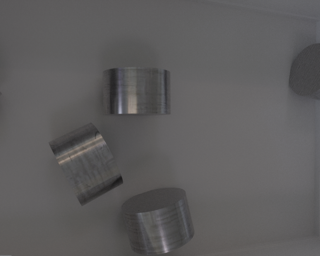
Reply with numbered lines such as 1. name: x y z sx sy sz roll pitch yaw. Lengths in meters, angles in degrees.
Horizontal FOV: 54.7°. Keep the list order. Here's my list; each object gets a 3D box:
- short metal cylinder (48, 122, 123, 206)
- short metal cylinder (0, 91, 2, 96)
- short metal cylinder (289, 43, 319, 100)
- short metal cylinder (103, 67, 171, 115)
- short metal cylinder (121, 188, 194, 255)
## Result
1. short metal cylinder: -0.084 0.040 0.350 0.050 0.080 0.080 -28 99 -18
2. short metal cylinder: -0.207 -0.047 0.305 0.050 0.080 0.080 -45 104 -14
3. short metal cylinder: 0.247 -0.083 0.472 0.050 0.080 0.080 10 87 -20
4. short metal cylinder: -0.028 -0.041 0.371 0.081 0.080 0.050 -1 91 -20
5. short metal cylinder: -0.002 0.111 0.380 0.081 0.080 0.050 -15 95 -19
